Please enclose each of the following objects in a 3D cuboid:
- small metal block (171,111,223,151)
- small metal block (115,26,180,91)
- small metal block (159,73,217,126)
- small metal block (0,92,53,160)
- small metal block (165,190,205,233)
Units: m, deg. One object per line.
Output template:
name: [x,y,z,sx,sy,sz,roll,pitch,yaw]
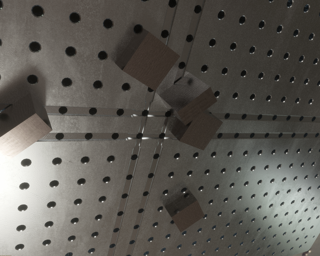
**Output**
small metal block: [0.053,-0.001,0.442,0.050,0.025,0.050,22,106,-37]
small metal block: [-0.014,-0.079,0.356,0.050,0.025,0.050,29,102,-38]
small metal block: [0.035,-0.038,0.392,0.050,0.050,0.025,-37,130,-3]
small metal block: [-0.143,-0.003,0.316,0.050,0.050,0.025,-36,129,-5]
small metal block: [0.043,0.142,0.525,0.050,0.025,0.050,-32,129,-8]
